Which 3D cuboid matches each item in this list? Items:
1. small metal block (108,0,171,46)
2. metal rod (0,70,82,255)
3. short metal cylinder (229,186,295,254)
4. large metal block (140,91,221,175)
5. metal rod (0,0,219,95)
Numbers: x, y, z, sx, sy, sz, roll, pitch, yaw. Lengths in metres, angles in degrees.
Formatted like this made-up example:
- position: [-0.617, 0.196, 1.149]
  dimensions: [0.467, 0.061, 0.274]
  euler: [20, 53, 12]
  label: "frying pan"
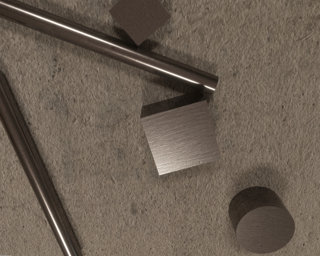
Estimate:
- position: [-0.023, -0.133, 0.361]
  dimensions: [0.050, 0.025, 0.050]
  euler: [-39, 106, 12]
  label: "small metal block"
- position: [-0.171, 0.067, 0.432]
  dimensions: [0.025, 0.025, 0.298]
  euler: [-14, 110, 5]
  label: "metal rod"
- position: [0.144, 0.132, 0.447]
  dimensions: [0.081, 0.050, 0.079]
  euler: [0, 110, -1]
  label: "short metal cylinder"
- position: [0.026, 0.005, 0.399]
  dimensions: [0.080, 0.050, 0.080]
  euler: [-16, 110, 5]
  label: "large metal block"
- position: [-0.073, -0.102, 0.371]
  dimensions: [0.302, 0.025, 0.025]
  euler: [19, 109, -8]
  label: "metal rod"
